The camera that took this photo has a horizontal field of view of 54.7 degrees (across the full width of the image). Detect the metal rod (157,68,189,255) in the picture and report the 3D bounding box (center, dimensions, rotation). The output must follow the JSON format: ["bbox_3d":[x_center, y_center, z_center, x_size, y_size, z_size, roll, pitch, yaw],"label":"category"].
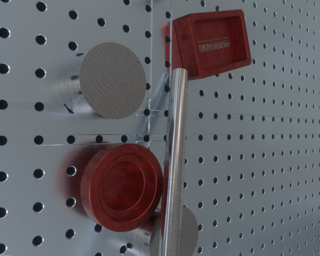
[{"bbox_3d":[0.017,0.059,0.372,0.025,0.025,0.299,25,59,-37],"label":"metal rod"}]

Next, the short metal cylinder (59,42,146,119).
[{"bbox_3d":[-0.062,-0.049,0.340,0.081,0.050,0.080,0,90,-40],"label":"short metal cylinder"}]

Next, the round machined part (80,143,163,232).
[{"bbox_3d":[-0.047,0.066,0.359,0.099,0.042,0.097,0,90,-40],"label":"round machined part"}]

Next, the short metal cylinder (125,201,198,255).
[{"bbox_3d":[0.003,0.135,0.395,0.081,0.050,0.080,0,90,-40],"label":"short metal cylinder"}]

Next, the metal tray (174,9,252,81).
[{"bbox_3d":[0.086,-0.130,0.477,0.131,0.030,0.089,-21,104,-38],"label":"metal tray"}]
